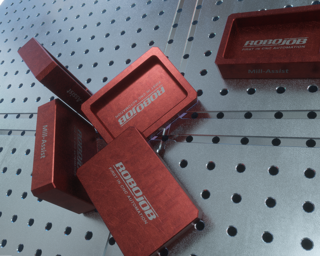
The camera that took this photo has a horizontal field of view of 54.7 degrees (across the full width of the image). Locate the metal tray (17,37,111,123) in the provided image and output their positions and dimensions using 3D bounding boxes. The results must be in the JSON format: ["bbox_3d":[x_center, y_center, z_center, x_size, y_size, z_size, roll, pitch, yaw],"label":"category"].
[{"bbox_3d":[-0.135,-0.062,0.447,0.030,0.130,0.090,-44,51,-2],"label":"metal tray"}]

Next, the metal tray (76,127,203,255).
[{"bbox_3d":[-0.026,0.074,0.352,0.090,0.030,0.130,-39,66,1],"label":"metal tray"}]

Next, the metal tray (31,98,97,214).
[{"bbox_3d":[-0.120,0.036,0.404,0.030,0.090,0.130,-22,54,15],"label":"metal tray"}]

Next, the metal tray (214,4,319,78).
[{"bbox_3d":[0.145,-0.109,0.395,0.130,0.030,0.090,5,64,30],"label":"metal tray"}]

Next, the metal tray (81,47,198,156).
[{"bbox_3d":[-0.027,-0.033,0.411,0.130,0.030,0.090,-39,81,1],"label":"metal tray"}]
